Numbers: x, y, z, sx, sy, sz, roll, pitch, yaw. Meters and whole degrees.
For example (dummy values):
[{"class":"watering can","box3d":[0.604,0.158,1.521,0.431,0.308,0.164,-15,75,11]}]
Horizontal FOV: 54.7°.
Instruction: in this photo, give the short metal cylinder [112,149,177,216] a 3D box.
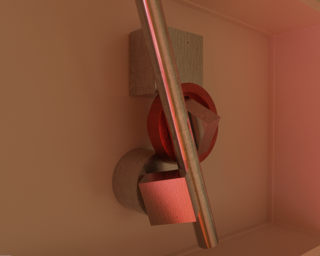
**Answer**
[{"class":"short metal cylinder","box3d":[-0.011,0.066,0.382,0.081,0.050,0.079,0,90,-40]}]

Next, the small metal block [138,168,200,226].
[{"class":"small metal block","box3d":[0.011,0.074,0.331,0.025,0.050,0.050,-47,124,-69]}]

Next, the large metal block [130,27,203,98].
[{"class":"large metal block","box3d":[0.009,-0.080,0.396,0.081,0.050,0.079,0,90,-40]}]

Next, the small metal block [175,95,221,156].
[{"class":"small metal block","box3d":[0.036,-0.002,0.358,0.025,0.050,0.050,-25,141,-41]}]

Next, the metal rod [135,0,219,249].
[{"class":"metal rod","box3d":[0.019,-0.007,0.332,0.025,0.025,0.298,-25,106,-38]}]

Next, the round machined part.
[{"class":"round machined part","box3d":[0.023,-0.004,0.377,0.099,0.042,0.097,0,90,-40]}]
